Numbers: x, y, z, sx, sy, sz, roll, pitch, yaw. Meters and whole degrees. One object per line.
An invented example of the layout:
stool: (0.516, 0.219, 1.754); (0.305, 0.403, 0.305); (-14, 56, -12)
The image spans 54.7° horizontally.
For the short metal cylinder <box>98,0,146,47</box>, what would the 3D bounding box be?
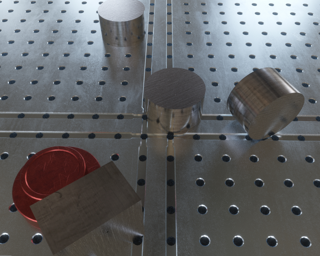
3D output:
short metal cylinder: (-0.066, -0.188, 0.549); (0.081, 0.050, 0.080); (0, 50, 0)

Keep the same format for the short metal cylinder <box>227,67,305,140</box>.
short metal cylinder: (0.134, -0.030, 0.398); (0.081, 0.080, 0.050); (-19, 53, -15)

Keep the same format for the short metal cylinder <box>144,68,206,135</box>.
short metal cylinder: (0.019, -0.037, 0.423); (0.081, 0.050, 0.080); (0, 50, 0)

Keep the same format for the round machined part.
round machined part: (-0.114, 0.059, 0.346); (0.099, 0.042, 0.098); (0, 50, 0)

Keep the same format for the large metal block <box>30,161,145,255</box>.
large metal block: (-0.063, 0.090, 0.296); (0.081, 0.080, 0.050); (-29, 56, -22)
